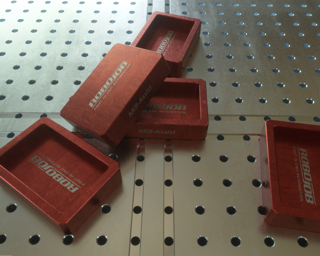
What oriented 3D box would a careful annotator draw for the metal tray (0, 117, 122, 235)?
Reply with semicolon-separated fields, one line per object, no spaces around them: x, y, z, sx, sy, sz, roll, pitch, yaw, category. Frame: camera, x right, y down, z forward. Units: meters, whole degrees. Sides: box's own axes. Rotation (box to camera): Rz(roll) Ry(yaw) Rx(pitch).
-0.122;0.049;0.361;0.130;0.030;0.090;29;55;22;metal tray

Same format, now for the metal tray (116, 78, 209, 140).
-0.002;-0.030;0.429;0.131;0.030;0.090;2;50;1;metal tray

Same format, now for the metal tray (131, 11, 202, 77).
0.011;-0.147;0.527;0.090;0.030;0.130;15;51;12;metal tray

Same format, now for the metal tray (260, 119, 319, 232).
0.169;0.052;0.362;0.090;0.030;0.130;7;50;5;metal tray

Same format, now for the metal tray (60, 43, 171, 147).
-0.058;-0.048;0.405;0.090;0.030;0.130;23;71;35;metal tray
